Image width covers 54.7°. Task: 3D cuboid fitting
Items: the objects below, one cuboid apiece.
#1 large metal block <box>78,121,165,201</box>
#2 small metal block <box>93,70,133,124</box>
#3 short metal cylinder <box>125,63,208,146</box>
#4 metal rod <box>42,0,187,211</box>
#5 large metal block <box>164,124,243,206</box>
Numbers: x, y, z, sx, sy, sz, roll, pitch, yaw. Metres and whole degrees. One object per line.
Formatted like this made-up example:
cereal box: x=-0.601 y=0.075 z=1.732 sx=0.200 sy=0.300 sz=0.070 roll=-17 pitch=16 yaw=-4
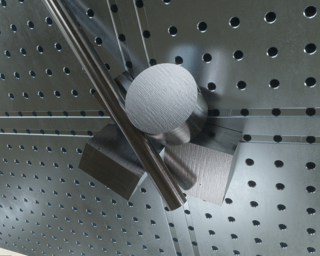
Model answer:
large metal block: x=-0.049 y=0.037 z=0.422 sx=0.080 sy=0.080 sz=0.050 roll=32 pitch=128 yaw=7
small metal block: x=-0.052 y=-0.040 z=0.413 sx=0.050 sy=0.025 sz=0.050 roll=-27 pitch=104 yaw=37
short metal cylinder: x=0.009 y=-0.025 z=0.346 sx=0.080 sy=0.080 sz=0.050 roll=8 pitch=166 yaw=23
metal rod: x=-0.055 y=-0.033 z=0.379 sx=0.025 sy=0.025 sz=0.299 roll=-31 pitch=90 yaw=37
large metal block: x=0.051 y=0.041 z=0.391 sx=0.080 sy=0.050 sz=0.079 roll=16 pitch=125 yaw=18
